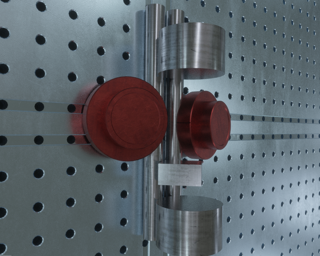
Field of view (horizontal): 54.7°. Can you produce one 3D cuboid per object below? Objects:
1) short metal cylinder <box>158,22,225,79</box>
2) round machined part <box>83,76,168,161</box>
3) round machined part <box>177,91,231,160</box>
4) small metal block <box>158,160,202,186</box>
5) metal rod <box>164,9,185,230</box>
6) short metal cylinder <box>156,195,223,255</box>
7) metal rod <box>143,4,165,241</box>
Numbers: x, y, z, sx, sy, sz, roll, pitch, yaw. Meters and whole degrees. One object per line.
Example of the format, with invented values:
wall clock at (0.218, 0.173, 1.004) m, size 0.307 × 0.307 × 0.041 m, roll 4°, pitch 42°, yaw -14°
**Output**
short metal cylinder at (0.038, -0.090, 0.376) m, size 0.081 × 0.080 × 0.050 m, roll 1°, pitch 90°, yaw -40°
round machined part at (-0.034, -0.010, 0.353) m, size 0.099 × 0.042 × 0.097 m, roll 0°, pitch 90°, yaw -26°
round machined part at (0.068, -0.004, 0.437) m, size 0.099 × 0.042 × 0.097 m, roll -1°, pitch 91°, yaw -55°
small metal block at (0.027, 0.055, 0.385) m, size 0.050 × 0.050 × 0.025 m, roll 6°, pitch 85°, yaw -82°
metal rod at (0.019, -0.009, 0.424) m, size 0.025 × 0.025 × 0.298 m, roll 1°, pitch 89°, yaw -40°
short metal cylinder at (0.035, 0.115, 0.375) m, size 0.081 × 0.080 × 0.050 m, roll 1°, pitch 90°, yaw -40°
metal rod at (-0.008, -0.008, 0.401) m, size 0.025 × 0.025 × 0.298 m, roll 1°, pitch 89°, yaw -40°
